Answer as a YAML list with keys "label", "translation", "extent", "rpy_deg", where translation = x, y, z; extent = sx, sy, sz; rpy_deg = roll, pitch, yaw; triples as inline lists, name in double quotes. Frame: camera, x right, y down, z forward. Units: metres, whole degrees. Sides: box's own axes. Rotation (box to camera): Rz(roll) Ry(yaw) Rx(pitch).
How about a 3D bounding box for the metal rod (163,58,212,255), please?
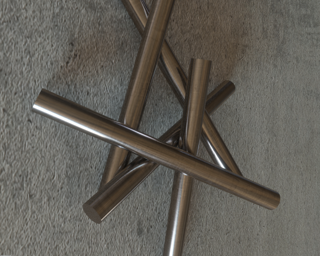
- label: "metal rod"
  translation: [0.029, 0.066, 0.385]
  extent: [0.025, 0.025, 0.298]
  rpy_deg: [-3, 105, -40]

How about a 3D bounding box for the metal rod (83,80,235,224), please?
- label: "metal rod"
  translation: [0.021, 0.009, 0.398]
  extent: [0.302, 0.025, 0.025]
  rpy_deg: [-40, 115, -40]

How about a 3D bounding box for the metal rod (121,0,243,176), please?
- label: "metal rod"
  translation: [0.030, -0.047, 0.389]
  extent: [0.025, 0.025, 0.299]
  rpy_deg: [-36, 100, -34]

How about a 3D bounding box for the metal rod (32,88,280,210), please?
- label: "metal rod"
  translation: [0.012, 0.032, 0.345]
  extent: [0.302, 0.025, 0.025]
  rpy_deg: [25, 74, -18]

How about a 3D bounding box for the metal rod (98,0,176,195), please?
- label: "metal rod"
  translation: [-0.018, -0.066, 0.353]
  extent: [0.025, 0.025, 0.298]
  rpy_deg: [15, 91, -39]
